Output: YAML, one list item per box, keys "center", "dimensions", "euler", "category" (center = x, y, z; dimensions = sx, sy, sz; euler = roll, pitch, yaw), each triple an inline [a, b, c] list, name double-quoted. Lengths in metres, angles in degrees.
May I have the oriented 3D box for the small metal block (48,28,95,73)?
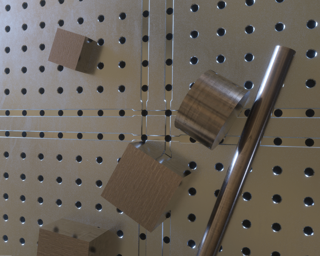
- center: [-0.131, -0.114, 0.457]
  dimensions: [0.050, 0.025, 0.050]
  euler: [21, 97, 18]
  category: "small metal block"

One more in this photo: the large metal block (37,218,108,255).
- center: [-0.126, 0.183, 0.442]
  dimensions: [0.080, 0.050, 0.079]
  euler: [8, 93, 19]
  category: "large metal block"

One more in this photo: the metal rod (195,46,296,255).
- center: [0.097, 0.048, 0.377]
  dimensions: [0.025, 0.025, 0.298]
  euler: [21, 97, 18]
  category: "metal rod"

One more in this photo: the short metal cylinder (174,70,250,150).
- center: [0.061, -0.021, 0.362]
  dimensions: [0.050, 0.080, 0.080]
  euler: [34, 101, 16]
  category: "short metal cylinder"

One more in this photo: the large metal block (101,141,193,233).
- center: [-0.016, 0.073, 0.404]
  dimensions: [0.080, 0.050, 0.080]
  euler: [32, 100, 17]
  category: "large metal block"
